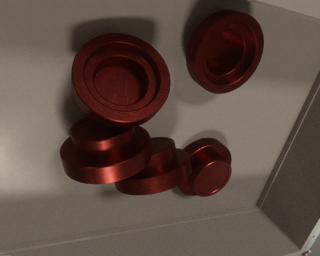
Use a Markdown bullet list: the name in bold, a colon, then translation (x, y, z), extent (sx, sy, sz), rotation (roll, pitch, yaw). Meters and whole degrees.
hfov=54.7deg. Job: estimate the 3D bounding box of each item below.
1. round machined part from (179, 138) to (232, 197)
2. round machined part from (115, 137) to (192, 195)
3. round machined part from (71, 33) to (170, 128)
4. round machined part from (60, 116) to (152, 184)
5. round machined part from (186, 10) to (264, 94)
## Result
- **round machined part**: translation (0.071, 0.067, 0.480), extent (0.099, 0.042, 0.097), rotation (-14, 125, -21)
- **round machined part**: translation (-0.012, 0.042, 0.387), extent (0.099, 0.098, 0.042), rotation (-16, 105, -20)
- **round machined part**: translation (-0.042, -0.046, 0.325), extent (0.099, 0.098, 0.042), rotation (-14, 167, -21)
- **round machined part**: translation (-0.060, 0.015, 0.340), extent (0.099, 0.098, 0.042), rotation (-16, 119, -20)
- **round machined part**: translation (0.075, -0.095, 0.382), extent (0.099, 0.042, 0.097), rotation (-14, 125, -21)
